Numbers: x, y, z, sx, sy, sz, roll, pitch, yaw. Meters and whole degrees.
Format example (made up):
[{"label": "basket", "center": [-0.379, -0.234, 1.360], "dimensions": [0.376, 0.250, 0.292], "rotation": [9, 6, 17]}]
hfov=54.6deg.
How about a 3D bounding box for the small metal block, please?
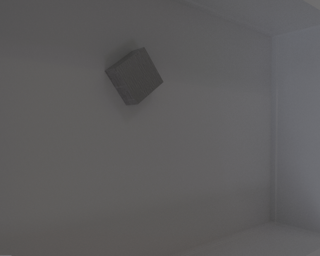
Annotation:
[{"label": "small metal block", "center": [-0.031, -0.063, 0.380], "dimensions": [0.050, 0.025, 0.050], "rotation": [-45, 117, -30]}]
